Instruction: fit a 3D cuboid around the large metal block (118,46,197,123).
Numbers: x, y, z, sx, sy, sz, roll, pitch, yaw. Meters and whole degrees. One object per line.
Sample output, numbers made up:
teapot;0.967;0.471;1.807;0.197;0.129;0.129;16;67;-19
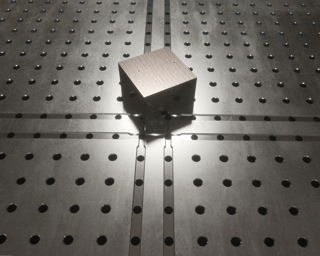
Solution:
large metal block;-0.005;-0.064;0.446;0.081;0.050;0.080;-23;54;-19
